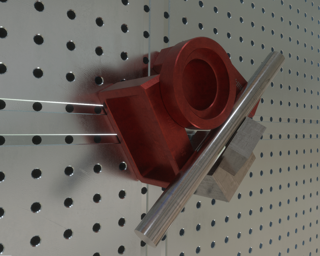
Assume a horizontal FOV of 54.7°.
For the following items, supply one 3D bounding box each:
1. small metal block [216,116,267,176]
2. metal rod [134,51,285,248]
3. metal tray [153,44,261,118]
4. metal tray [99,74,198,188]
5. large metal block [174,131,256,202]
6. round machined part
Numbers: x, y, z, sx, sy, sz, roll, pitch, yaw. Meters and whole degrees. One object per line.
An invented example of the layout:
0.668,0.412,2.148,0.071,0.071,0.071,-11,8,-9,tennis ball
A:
0.096,0.023,0.369,0.025,0.050,0.050,33,61,13,small metal block
0.074,0.003,0.355,0.301,0.025,0.025,-48,119,-29,metal rod
0.065,-0.061,0.422,0.130,0.090,0.030,38,68,-34,metal tray
-0.011,0.008,0.359,0.030,0.090,0.129,-36,113,-34,metal tray
0.072,0.049,0.432,0.080,0.080,0.050,-49,120,-29,large metal block
0.037,-0.047,0.341,0.099,0.042,0.097,0,90,-40,round machined part
